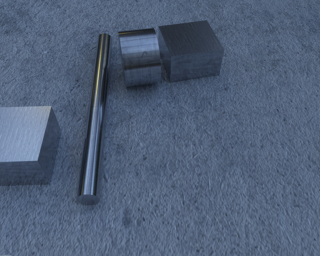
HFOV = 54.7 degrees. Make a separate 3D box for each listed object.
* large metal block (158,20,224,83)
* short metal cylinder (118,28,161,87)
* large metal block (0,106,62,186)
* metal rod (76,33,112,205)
[{"bbox_3d":[0.046,-0.122,0.490,0.081,0.050,0.080,-10,51,-9],"label":"large metal block"},{"bbox_3d":[-0.031,-0.103,0.454,0.050,0.080,0.080,-8,51,-7],"label":"short metal cylinder"},{"bbox_3d":[-0.170,0.021,0.368,0.081,0.050,0.080,-2,50,-2],"label":"large metal block"},{"bbox_3d":[-0.086,-0.036,0.433,0.025,0.025,0.300,-2,50,-2],"label":"metal rod"}]
